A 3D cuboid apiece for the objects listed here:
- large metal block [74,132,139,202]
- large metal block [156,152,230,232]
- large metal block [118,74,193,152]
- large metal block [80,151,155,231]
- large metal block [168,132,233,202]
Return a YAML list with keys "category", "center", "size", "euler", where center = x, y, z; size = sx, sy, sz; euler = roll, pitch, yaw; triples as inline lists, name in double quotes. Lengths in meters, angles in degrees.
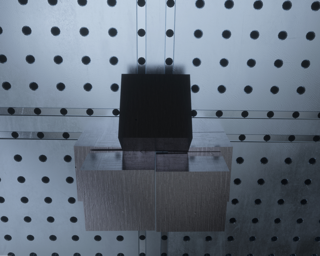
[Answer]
- category: "large metal block"
  center: [-0.067, 0.052, 0.419]
  size: [0.081, 0.050, 0.079]
  euler: [1, 110, -1]
- category: "large metal block"
  center: [0.036, 0.076, 0.373]
  size: [0.081, 0.050, 0.079]
  euler: [0, 110, -1]
- category: "large metal block"
  center: [-0.005, -0.017, 0.372]
  size: [0.081, 0.050, 0.080]
  euler: [0, 68, -1]
- category: "large metal block"
  center: [-0.046, 0.074, 0.370]
  size: [0.081, 0.050, 0.079]
  euler: [0, 110, -1]
- category: "large metal block"
  center: [0.050, 0.052, 0.419]
  size: [0.081, 0.050, 0.079]
  euler: [-1, 110, 0]
